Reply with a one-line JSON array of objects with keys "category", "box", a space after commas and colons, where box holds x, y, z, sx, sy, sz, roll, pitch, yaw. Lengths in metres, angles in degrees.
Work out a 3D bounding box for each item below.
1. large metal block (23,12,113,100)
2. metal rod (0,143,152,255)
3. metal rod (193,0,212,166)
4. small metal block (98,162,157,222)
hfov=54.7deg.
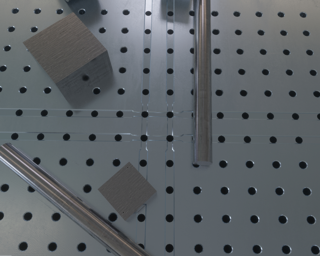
[{"category": "large metal block", "box": [-0.126, -0.100, 0.434, 0.080, 0.050, 0.080, -37, 74, -13]}, {"category": "metal rod", "box": [-0.081, 0.113, 0.369, 0.300, 0.025, 0.025, 35, 74, 11]}, {"category": "metal rod", "box": [0.061, -0.095, 0.446, 0.025, 0.025, 0.299, 3, 70, 1]}, {"category": "small metal block", "box": [-0.039, 0.079, 0.383, 0.050, 0.025, 0.050, -41, 75, -14]}]
